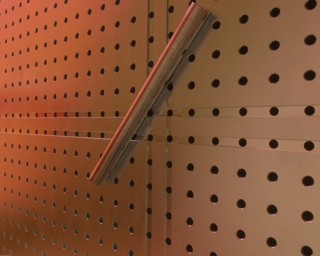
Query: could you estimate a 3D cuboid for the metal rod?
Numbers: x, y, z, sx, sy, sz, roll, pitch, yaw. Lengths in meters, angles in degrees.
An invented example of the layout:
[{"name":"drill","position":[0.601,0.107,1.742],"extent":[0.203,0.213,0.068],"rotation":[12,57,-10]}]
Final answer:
[{"name":"metal rod","position":[-0.026,-0.031,0.431],"extent":[0.025,0.025,0.298],"rotation":[48,118,29]}]
